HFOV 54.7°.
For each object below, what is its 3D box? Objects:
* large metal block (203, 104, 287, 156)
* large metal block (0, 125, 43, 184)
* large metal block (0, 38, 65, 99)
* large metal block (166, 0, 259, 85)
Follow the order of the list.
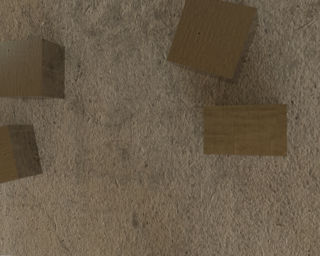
[{"bbox_3d":[0.097,0.002,0.345,0.080,0.080,0.050,0,90,20],"label":"large metal block"},{"bbox_3d":[-0.239,0.043,0.480,0.080,0.050,0.080,-15,85,19],"label":"large metal block"},{"bbox_3d":[-0.192,-0.085,0.464,0.080,0.050,0.079,1,90,20],"label":"large metal block"},{"bbox_3d":[0.064,-0.105,0.373,0.080,0.050,0.080,20,97,18],"label":"large metal block"}]
